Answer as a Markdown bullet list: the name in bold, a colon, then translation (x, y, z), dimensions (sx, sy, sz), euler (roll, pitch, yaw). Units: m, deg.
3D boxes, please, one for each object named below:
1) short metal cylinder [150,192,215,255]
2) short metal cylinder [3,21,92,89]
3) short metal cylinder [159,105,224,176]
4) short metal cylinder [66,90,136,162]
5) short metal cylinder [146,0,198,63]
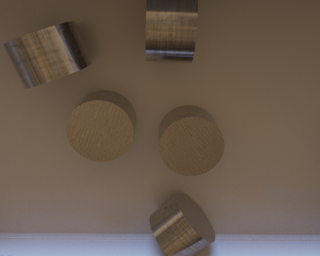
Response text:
- **short metal cylinder**: translation (0.031, 0.138, 0.433), dimensions (0.050, 0.080, 0.080), euler (-42, 105, 13)
- **short metal cylinder**: translation (-0.125, -0.083, 0.350), dimensions (0.080, 0.080, 0.050), euler (-18, 109, 6)
- **short metal cylinder**: translation (0.039, 0.015, 0.404), dimensions (0.081, 0.050, 0.079), euler (0, 110, -1)
- **short metal cylinder**: translation (-0.072, -0.004, 0.396), dimensions (0.081, 0.050, 0.079), euler (0, 110, -1)
- **short metal cylinder**: translation (0.011, -0.113, 0.341), dimensions (0.050, 0.080, 0.079), euler (2, 110, -1)
